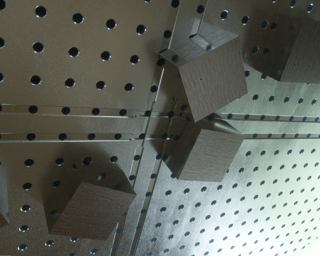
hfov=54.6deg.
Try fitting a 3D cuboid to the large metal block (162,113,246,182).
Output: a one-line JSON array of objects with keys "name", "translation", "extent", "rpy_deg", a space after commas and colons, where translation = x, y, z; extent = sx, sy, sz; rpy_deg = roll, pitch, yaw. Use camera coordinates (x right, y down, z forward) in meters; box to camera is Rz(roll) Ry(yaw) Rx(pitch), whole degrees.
[{"name": "large metal block", "translation": [0.061, 0.029, 0.446], "extent": [0.081, 0.050, 0.080], "rpy_deg": [9, 114, -32]}]

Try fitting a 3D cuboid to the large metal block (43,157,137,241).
[{"name": "large metal block", "translation": [-0.091, 0.094, 0.403], "extent": [0.080, 0.050, 0.080], "rpy_deg": [24, 105, -37]}]

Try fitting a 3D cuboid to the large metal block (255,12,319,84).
[{"name": "large metal block", "translation": [0.191, -0.109, 0.431], "extent": [0.081, 0.050, 0.079], "rpy_deg": [-2, 120, -27]}]

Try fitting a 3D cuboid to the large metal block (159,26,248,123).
[{"name": "large metal block", "translation": [0.055, -0.067, 0.383], "extent": [0.080, 0.050, 0.080], "rpy_deg": [-29, 128, -10]}]

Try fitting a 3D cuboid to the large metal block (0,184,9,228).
[{"name": "large metal block", "translation": [-0.217, 0.076, 0.323], "extent": [0.080, 0.050, 0.080], "rpy_deg": [-23, 127, -15]}]
